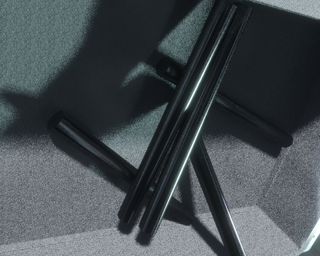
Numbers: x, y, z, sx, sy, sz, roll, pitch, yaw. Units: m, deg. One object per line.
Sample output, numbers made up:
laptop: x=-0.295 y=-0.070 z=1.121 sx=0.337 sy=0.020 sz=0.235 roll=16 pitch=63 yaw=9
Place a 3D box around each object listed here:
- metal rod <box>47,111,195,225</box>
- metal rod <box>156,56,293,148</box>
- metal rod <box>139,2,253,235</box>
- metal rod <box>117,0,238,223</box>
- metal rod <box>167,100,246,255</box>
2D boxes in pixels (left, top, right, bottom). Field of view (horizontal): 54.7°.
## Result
metal rod: x=-0.033 y=0.073 z=0.436 sx=0.025 sy=0.025 sz=0.300 roll=-44 pitch=130 yaw=2
metal rod: x=0.114 y=-0.025 z=0.457 sx=0.302 sy=0.025 sz=0.025 roll=24 pitch=105 yaw=-37
metal rod: x=0.040 y=-0.004 z=0.382 sx=0.025 sy=0.025 sz=0.298 roll=16 pitch=101 yaw=-35
metal rod: x=0.013 y=-0.006 z=0.379 sx=0.025 sy=0.025 sz=0.298 roll=12 pitch=112 yaw=-34
metal rod: x=0.076 y=0.095 z=0.432 sx=0.025 sy=0.025 sz=0.299 roll=-25 pitch=103 yaw=-14
